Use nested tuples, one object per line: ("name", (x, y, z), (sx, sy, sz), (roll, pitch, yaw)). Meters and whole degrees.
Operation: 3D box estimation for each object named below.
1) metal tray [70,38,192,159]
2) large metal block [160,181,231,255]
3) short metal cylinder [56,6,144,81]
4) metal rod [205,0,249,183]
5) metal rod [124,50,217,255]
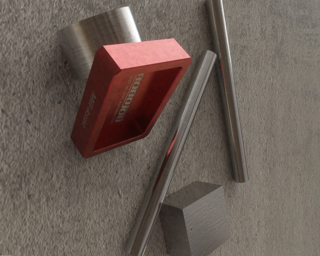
("metal tray", (-0.033, -0.027, 0.316), (0.091, 0.129, 0.030), (-19, 63, -39))
("large metal block", (0.049, 0.128, 0.432), (0.081, 0.050, 0.079), (-19, 102, -39))
("short metal cylinder", (-0.058, -0.087, 0.321), (0.081, 0.080, 0.050), (-32, 110, -36))
("metal rod", (0.110, -0.056, 0.499), (0.025, 0.025, 0.298), (-19, 102, -39))
("metal rod", (0.021, 0.022, 0.424), (0.025, 0.025, 0.299), (35, 68, -35))
